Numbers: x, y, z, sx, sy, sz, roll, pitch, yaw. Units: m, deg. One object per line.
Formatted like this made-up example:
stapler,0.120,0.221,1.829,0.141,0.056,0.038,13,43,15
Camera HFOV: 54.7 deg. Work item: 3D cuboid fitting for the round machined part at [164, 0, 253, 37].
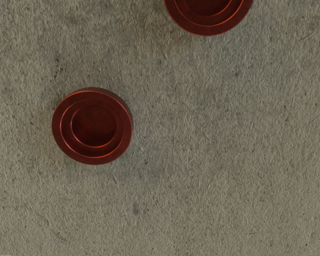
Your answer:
round machined part,0.052,-0.154,0.344,0.099,0.042,0.097,0,110,0

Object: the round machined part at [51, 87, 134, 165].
round machined part,-0.083,-0.005,0.398,0.099,0.042,0.097,0,110,0
